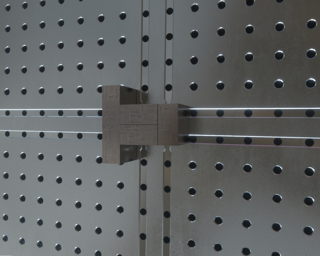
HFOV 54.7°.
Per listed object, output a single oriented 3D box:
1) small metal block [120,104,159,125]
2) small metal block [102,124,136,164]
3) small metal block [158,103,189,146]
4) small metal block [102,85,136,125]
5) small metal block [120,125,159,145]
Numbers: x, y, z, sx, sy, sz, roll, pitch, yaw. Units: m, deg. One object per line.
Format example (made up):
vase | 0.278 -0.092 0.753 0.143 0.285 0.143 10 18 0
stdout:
small metal block | -0.018 -0.017 0.404 0.050 0.050 0.025 0 90 19
small metal block | -0.054 0.020 0.416 0.025 0.050 0.050 0 90 20
small metal block | 0.018 -0.004 0.391 0.025 0.050 0.050 0 90 20
small metal block | -0.054 -0.029 0.416 0.025 0.050 0.050 0 90 20
small metal block | -0.018 0.008 0.404 0.050 0.050 0.025 0 90 19
